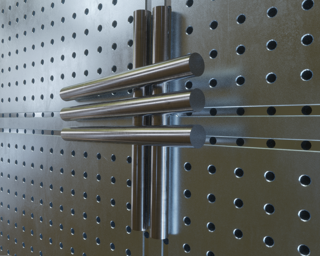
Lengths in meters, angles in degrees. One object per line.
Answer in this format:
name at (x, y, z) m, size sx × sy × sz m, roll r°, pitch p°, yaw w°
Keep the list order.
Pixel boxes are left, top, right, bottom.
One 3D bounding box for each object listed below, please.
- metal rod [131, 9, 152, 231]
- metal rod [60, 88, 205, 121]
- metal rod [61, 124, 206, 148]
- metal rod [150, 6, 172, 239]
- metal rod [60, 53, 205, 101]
metal rod at (-0.026, -0.010, 0.429) m, size 0.025 × 0.025 × 0.298 m, roll 1°, pitch 91°, yaw 39°
metal rod at (-0.062, -0.026, 0.431) m, size 0.300 × 0.025 × 0.025 m, roll -1°, pitch 89°, yaw 48°
metal rod at (-0.061, 0.009, 0.430) m, size 0.300 × 0.025 × 0.025 m, roll 0°, pitch 90°, yaw 48°
metal rod at (0.001, -0.007, 0.407) m, size 0.025 × 0.025 × 0.298 m, roll 1°, pitch 91°, yaw 39°
metal rod at (-0.063, -0.063, 0.432) m, size 0.300 × 0.025 × 0.025 m, roll -2°, pitch 89°, yaw 47°
